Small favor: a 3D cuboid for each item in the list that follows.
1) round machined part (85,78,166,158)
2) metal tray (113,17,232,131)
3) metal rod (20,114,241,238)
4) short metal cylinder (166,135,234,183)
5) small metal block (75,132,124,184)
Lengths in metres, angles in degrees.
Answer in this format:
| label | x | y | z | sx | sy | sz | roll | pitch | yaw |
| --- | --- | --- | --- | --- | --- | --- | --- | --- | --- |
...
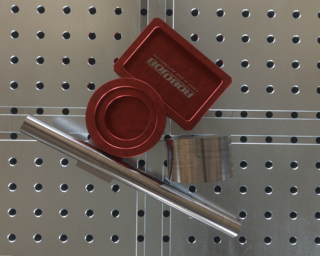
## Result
| label | x | y | z | sx | sy | sz | roll | pitch | yaw |
| --- | --- | --- | --- | --- | --- | --- | --- | --- | --- |
| round machined part | -0.041 | -0.013 | 0.396 | 0.099 | 0.042 | 0.097 | 0 | 90 | 1 |
| metal tray | 0.016 | -0.069 | 0.410 | 0.130 | 0.030 | 0.090 | 40 | 89 | 0 |
| metal rod | -0.029 | 0.065 | 0.393 | 0.301 | 0.025 | 0.025 | 28 | 90 | -9 |
| short metal cylinder | 0.049 | 0.036 | 0.385 | 0.081 | 0.080 | 0.050 | -4 | 90 | -1 |
| small metal block | -0.075 | 0.038 | 0.413 | 0.050 | 0.025 | 0.050 | 28 | 90 | -1 |
